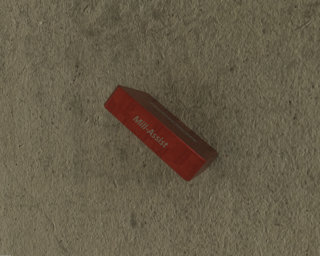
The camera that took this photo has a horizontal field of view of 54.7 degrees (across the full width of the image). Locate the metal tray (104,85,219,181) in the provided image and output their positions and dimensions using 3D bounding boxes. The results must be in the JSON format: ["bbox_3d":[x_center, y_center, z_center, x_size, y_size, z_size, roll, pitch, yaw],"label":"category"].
[{"bbox_3d":[0.005,0.003,0.373,0.130,0.090,0.030,41,103,15],"label":"metal tray"}]
